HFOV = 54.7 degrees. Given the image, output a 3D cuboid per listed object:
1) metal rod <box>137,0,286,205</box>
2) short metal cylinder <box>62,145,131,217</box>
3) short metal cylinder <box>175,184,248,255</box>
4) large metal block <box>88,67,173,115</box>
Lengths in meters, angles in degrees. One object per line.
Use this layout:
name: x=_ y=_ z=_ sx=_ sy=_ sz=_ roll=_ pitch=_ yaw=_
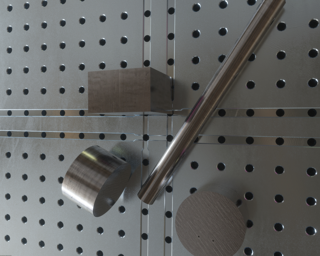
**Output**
metal rod: x=0.058 y=-0.029 z=0.391 sx=0.025 sy=0.025 sz=0.299 roll=35 pitch=101 yaw=16
short metal cylinder: x=-0.082 y=0.070 z=0.412 sx=0.050 sy=0.080 sz=0.080 roll=28 pitch=99 yaw=18
short metal cylinder: x=0.064 y=0.112 z=0.376 sx=0.080 sy=0.050 sz=0.079 roll=0 pitch=90 yaw=20
large metal block: x=-0.035 y=-0.043 z=0.396 sx=0.080 sy=0.080 sz=0.050 roll=0 pitch=90 yaw=20
